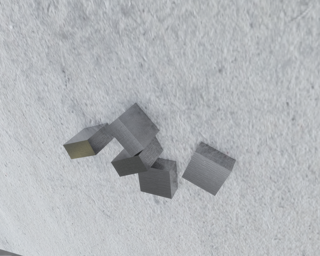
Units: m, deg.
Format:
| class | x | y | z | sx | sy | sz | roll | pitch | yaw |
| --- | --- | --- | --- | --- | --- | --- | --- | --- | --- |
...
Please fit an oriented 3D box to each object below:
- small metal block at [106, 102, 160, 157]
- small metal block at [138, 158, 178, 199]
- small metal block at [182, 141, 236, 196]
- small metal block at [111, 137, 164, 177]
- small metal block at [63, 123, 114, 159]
| class | x | y | z | sx | sy | sz | roll | pitch | yaw |
| --- | --- | --- | --- | --- | --- | --- | --- | --- | --- |
| small metal block | -0.034 | 0.001 | 0.407 | 0.025 | 0.050 | 0.050 | -35 | 99 | 34 |
| small metal block | -0.003 | 0.071 | 0.451 | 0.050 | 0.025 | 0.050 | 9 | 123 | 23 |
| small metal block | 0.063 | 0.054 | 0.406 | 0.050 | 0.025 | 0.050 | 29 | 128 | 9 |
| small metal block | -0.031 | 0.039 | 0.430 | 0.050 | 0.050 | 0.025 | -17 | 110 | 34 |
| small metal block | -0.104 | 0.019 | 0.455 | 0.050 | 0.050 | 0.025 | -11 | 113 | 32 |
